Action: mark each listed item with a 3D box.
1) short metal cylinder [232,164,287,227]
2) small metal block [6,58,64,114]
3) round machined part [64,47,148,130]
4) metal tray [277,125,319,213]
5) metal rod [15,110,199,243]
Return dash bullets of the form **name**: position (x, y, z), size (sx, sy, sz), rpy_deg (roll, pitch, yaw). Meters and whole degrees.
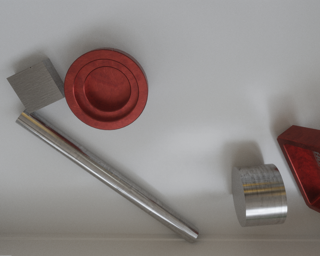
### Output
- **short metal cylinder**: position (0.131, 0.090, 0.417), size (0.050, 0.080, 0.079), rpy_deg (-5, 110, 1)
- **small metal block**: position (-0.152, -0.053, 0.390), size (0.050, 0.025, 0.050), rpy_deg (-24, 109, 8)
- **round machined part**: position (-0.063, -0.050, 0.383), size (0.099, 0.042, 0.097), rpy_deg (0, 110, -1)
- **metal tray**: position (0.214, 0.063, 0.400), size (0.030, 0.090, 0.130), rpy_deg (-35, 108, -12)
- **metal rod**: position (-0.064, 0.073, 0.437), size (0.301, 0.025, 0.025), rpy_deg (38, 105, -13)
